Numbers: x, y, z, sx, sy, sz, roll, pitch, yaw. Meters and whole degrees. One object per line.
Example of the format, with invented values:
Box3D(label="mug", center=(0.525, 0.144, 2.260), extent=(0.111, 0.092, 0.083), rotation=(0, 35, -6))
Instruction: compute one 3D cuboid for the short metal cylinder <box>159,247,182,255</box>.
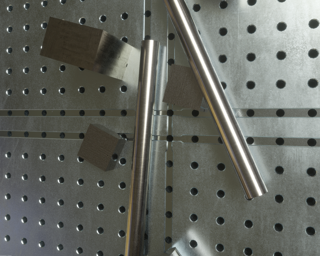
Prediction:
Box3D(label="short metal cylinder", center=(0.002, 0.194, 0.382), extent=(0.080, 0.080, 0.050), rotation=(-40, 78, 15))

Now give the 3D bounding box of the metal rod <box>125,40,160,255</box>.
Box3D(label="metal rod", center=(-0.025, 0.033, 0.421), extent=(0.025, 0.025, 0.298), rotation=(5, 92, 20))

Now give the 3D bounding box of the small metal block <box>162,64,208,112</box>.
Box3D(label="small metal block", center=(0.036, -0.051, 0.400), extent=(0.050, 0.025, 0.050), rotation=(16, 95, 19))

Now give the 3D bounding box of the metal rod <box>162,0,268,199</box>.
Box3D(label="metal rod", center=(0.054, -0.063, 0.366), extent=(0.025, 0.025, 0.299), rotation=(-24, 81, 18))

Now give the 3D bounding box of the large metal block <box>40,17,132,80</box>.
Box3D(label="large metal block", center=(-0.096, -0.104, 0.417), extent=(0.080, 0.080, 0.050), rotation=(19, 97, 19))

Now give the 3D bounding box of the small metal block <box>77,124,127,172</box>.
Box3D(label="small metal block", center=(-0.083, 0.027, 0.442), extent=(0.050, 0.025, 0.050), rotation=(27, 99, 18))
